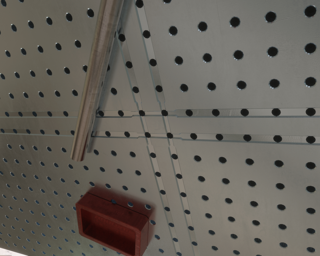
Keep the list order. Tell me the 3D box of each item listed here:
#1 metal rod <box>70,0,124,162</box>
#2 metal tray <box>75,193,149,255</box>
[{"bbox_3d":[-0.088,-0.063,0.416,0.025,0.025,0.298,30,128,9],"label":"metal rod"},{"bbox_3d":[-0.087,0.179,0.562,0.130,0.030,0.089,17,125,18],"label":"metal tray"}]
